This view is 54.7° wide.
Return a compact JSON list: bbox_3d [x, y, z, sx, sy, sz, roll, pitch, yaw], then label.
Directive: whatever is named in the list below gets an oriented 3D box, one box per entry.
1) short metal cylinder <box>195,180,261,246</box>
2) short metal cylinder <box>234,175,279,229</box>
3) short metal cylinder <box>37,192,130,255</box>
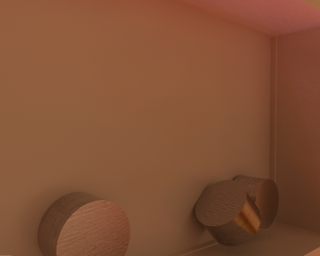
[{"bbox_3d":[0.099,0.123,0.454,0.080,0.080,0.050,-52,120,-27],"label":"short metal cylinder"},{"bbox_3d":[0.156,0.122,0.518,0.081,0.050,0.079,-1,92,-44],"label":"short metal cylinder"},{"bbox_3d":[-0.079,0.111,0.324,0.081,0.050,0.080,0,90,-40],"label":"short metal cylinder"}]
